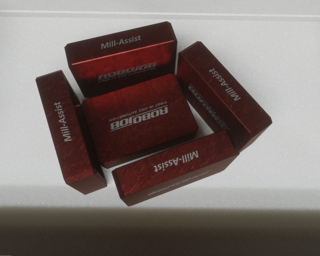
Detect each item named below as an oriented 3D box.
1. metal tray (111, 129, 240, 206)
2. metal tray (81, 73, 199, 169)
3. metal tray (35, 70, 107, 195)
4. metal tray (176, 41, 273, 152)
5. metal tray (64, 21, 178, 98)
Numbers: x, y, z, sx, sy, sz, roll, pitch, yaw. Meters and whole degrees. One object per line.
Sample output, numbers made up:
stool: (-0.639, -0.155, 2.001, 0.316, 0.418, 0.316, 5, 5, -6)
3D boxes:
metal tray: (0.017, 0.049, 0.355, 0.131, 0.090, 0.030, -19, 72, -7)
metal tray: (-0.027, -0.011, 0.408, 0.131, 0.030, 0.090, -19, 71, -7)
metal tray: (-0.103, 0.008, 0.369, 0.030, 0.090, 0.130, -20, 72, -7)
metal tray: (0.072, -0.034, 0.387, 0.030, 0.090, 0.130, -35, 74, -11)
metal tray: (-0.046, -0.085, 0.404, 0.131, 0.090, 0.030, -15, 71, -6)
